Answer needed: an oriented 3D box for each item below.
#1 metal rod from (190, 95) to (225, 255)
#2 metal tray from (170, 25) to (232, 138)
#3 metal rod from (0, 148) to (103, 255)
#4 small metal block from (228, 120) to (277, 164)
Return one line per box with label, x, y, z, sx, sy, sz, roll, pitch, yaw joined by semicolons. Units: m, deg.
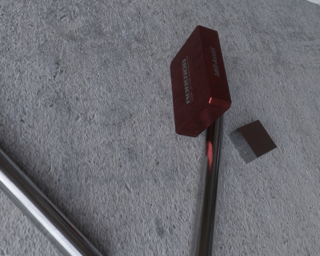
metal rod;0.068;0.048;0.410;0.025;0.025;0.300;24;53;-14
metal tray;0.051;-0.064;0.427;0.030;0.090;0.130;11;57;-23
metal rod;-0.161;0.031;0.297;0.300;0.025;0.025;45;51;3
small metal block;0.139;0.020;0.466;0.050;0.025;0.050;-19;72;-35
